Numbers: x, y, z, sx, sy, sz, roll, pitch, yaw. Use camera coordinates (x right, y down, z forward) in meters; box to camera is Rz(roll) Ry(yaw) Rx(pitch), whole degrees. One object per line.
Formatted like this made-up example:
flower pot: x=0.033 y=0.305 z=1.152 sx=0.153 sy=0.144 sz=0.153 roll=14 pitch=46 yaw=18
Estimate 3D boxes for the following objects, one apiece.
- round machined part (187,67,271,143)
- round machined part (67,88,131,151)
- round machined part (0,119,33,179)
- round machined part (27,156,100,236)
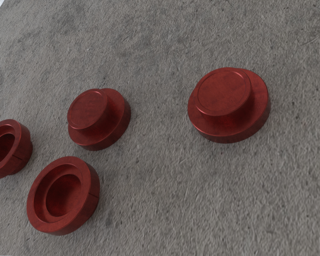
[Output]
round machined part: x=0.079 y=-0.034 z=0.372 sx=0.098 sy=0.042 sz=0.098 roll=-13 pitch=56 yaw=21
round machined part: x=-0.096 y=-0.019 z=0.455 sx=0.098 sy=0.042 sz=0.098 roll=-13 pitch=56 yaw=21
round machined part: x=-0.247 y=0.038 z=0.500 sx=0.098 sy=0.042 sz=0.098 roll=-13 pitch=56 yaw=21
round machined part: x=-0.118 y=0.089 z=0.401 sx=0.098 sy=0.042 sz=0.098 roll=-13 pitch=56 yaw=21
